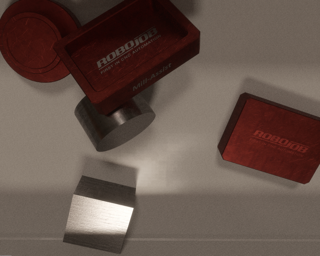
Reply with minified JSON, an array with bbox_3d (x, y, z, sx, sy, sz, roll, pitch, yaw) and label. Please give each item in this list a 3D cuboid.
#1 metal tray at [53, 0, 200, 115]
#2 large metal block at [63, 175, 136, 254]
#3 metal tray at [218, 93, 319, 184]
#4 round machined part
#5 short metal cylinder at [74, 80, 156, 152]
[{"bbox_3d":[-0.034,-0.085,0.331,0.130,0.030,0.090,-35,69,-8],"label":"metal tray"},{"bbox_3d":[-0.085,0.123,0.442,0.081,0.050,0.079,15,109,-6],"label":"large metal block"},{"bbox_3d":[0.155,0.015,0.417,0.131,0.030,0.089,17,109,-7],"label":"metal tray"},{"bbox_3d":[-0.141,-0.101,0.363,0.099,0.042,0.097,0,110,-1],"label":"round machined part"},{"bbox_3d":[-0.053,-0.015,0.368,0.080,0.080,0.050,-36,77,12],"label":"short metal cylinder"}]
